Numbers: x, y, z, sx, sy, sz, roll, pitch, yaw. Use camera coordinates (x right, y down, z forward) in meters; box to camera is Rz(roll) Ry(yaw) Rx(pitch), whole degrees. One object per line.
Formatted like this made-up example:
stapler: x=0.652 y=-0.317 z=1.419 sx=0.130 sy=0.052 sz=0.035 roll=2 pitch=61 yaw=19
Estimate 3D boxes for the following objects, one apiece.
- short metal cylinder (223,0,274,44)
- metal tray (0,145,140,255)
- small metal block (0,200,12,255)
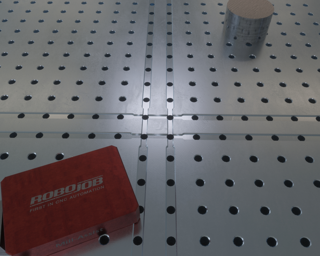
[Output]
short metal cylinder: x=0.157 y=-0.195 z=0.557 sx=0.081 sy=0.050 sz=0.080 roll=0 pitch=50 yaw=0
metal tray: x=-0.097 y=0.078 z=0.338 sx=0.131 sy=0.030 sz=0.090 roll=-17 pitch=52 yaw=-14
small metal block: x=-0.183 y=0.107 z=0.316 sx=0.050 sy=0.025 sz=0.050 roll=-11 pitch=51 yaw=-9
